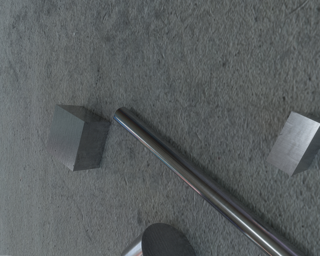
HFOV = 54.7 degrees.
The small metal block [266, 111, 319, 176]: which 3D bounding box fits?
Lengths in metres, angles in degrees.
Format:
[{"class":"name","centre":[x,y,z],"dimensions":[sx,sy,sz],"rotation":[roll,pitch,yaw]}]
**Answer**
[{"class":"small metal block","centre":[0.128,0.013,0.283],"dimensions":[0.025,0.050,0.050],"rotation":[34,111,35]}]

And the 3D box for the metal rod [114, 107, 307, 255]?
[{"class":"metal rod","centre":[0.041,0.059,0.370],"dimensions":[0.300,0.025,0.025],"rotation":[39,114,33]}]

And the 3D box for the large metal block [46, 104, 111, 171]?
[{"class":"large metal block","centre":[-0.132,0.014,0.498],"dimensions":[0.080,0.050,0.079],"rotation":[27,107,37]}]

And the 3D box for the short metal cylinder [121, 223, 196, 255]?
[{"class":"short metal cylinder","centre":[-0.002,0.163,0.371],"dimensions":[0.050,0.081,0.080],"rotation":[-50,61,28]}]
